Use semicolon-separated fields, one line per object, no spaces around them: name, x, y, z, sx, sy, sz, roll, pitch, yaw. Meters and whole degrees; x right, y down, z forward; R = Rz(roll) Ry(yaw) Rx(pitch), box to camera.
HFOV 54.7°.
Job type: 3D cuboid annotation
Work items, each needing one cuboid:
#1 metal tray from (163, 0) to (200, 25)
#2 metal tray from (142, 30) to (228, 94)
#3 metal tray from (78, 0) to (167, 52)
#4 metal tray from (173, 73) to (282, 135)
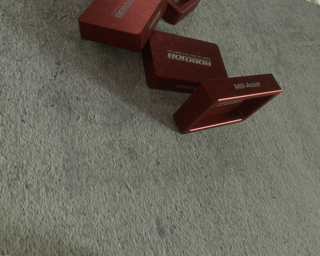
metal tray;0.002;-0.252;0.554;0.130;0.030;0.090;41;51;-1
metal tray;0.039;-0.099;0.482;0.131;0.030;0.090;4;60;-26
metal tray;-0.050;-0.170;0.456;0.090;0.030;0.130;16;52;8
metal tray;0.094;-0.034;0.432;0.131;0.090;0.030;-11;68;-33
